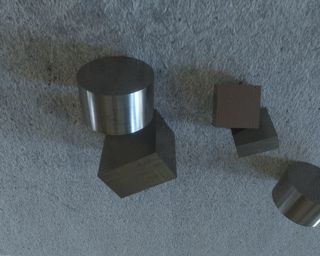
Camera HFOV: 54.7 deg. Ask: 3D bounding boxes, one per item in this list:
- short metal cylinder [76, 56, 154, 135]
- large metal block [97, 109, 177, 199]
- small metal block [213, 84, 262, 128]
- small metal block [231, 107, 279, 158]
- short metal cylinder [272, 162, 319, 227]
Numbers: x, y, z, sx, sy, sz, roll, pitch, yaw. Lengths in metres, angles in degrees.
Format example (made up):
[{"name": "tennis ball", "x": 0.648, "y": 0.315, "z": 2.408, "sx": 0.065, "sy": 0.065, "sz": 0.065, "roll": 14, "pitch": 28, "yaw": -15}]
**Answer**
[{"name": "short metal cylinder", "x": -0.047, "y": -0.037, "z": 0.339, "sx": 0.081, "sy": 0.080, "sz": 0.050, "roll": 1, "pitch": 130, "yaw": -1}, {"name": "large metal block", "x": -0.027, "y": 0.033, "z": 0.399, "sx": 0.080, "sy": 0.080, "sz": 0.050, "roll": -24, "pitch": 126, "yaw": 19}, {"name": "small metal block", "x": 0.091, "y": -0.026, "z": 0.371, "sx": 0.050, "sy": 0.025, "sz": 0.050, "roll": 1, "pitch": 96, "yaw": -1}, {"name": "small metal block", "x": 0.118, "y": 0.006, "z": 0.395, "sx": 0.050, "sy": 0.050, "sz": 0.025, "roll": -15, "pitch": 135, "yaw": 12}, {"name": "short metal cylinder", "x": 0.215, "y": 0.096, "z": 0.455, "sx": 0.081, "sy": 0.080, "sz": 0.050, "roll": 10, "pitch": 129, "yaw": -9}]
